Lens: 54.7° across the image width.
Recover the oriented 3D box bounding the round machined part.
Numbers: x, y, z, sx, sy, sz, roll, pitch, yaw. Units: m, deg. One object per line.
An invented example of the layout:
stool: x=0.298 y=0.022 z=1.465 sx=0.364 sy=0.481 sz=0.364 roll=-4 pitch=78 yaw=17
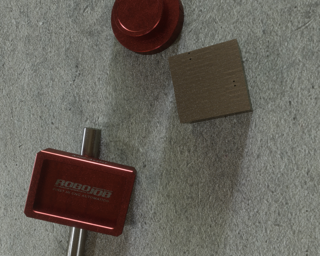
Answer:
round machined part: x=-0.021 y=-0.149 z=0.407 sx=0.098 sy=0.042 sz=0.097 roll=0 pitch=90 yaw=19

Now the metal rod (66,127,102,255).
metal rod: x=-0.118 y=0.148 z=0.449 sx=0.025 sy=0.025 sz=0.298 roll=10 pitch=93 yaw=19

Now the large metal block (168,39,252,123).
large metal block: x=0.062 y=-0.052 z=0.373 sx=0.080 sy=0.050 sz=0.080 roll=-11 pitch=86 yaw=19

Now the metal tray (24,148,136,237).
metal tray: x=-0.105 y=0.085 z=0.417 sx=0.131 sy=0.030 sz=0.089 roll=13 pitch=93 yaw=-2
